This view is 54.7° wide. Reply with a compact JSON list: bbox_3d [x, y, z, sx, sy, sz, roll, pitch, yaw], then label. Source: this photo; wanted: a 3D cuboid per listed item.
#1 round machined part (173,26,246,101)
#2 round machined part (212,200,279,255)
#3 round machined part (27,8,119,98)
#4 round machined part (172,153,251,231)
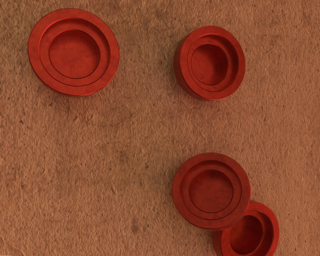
[{"bbox_3d":[0.063,-0.085,0.423,0.099,0.042,0.097,0,90,-20],"label":"round machined part"},{"bbox_3d":[0.117,0.150,0.442,0.099,0.042,0.097,-1,92,-22],"label":"round machined part"},{"bbox_3d":[-0.100,-0.084,0.363,0.099,0.042,0.097,0,90,-20],"label":"round machined part"},{"bbox_3d":[0.068,0.085,0.407,0.098,0.042,0.098,-5,64,11],"label":"round machined part"}]
